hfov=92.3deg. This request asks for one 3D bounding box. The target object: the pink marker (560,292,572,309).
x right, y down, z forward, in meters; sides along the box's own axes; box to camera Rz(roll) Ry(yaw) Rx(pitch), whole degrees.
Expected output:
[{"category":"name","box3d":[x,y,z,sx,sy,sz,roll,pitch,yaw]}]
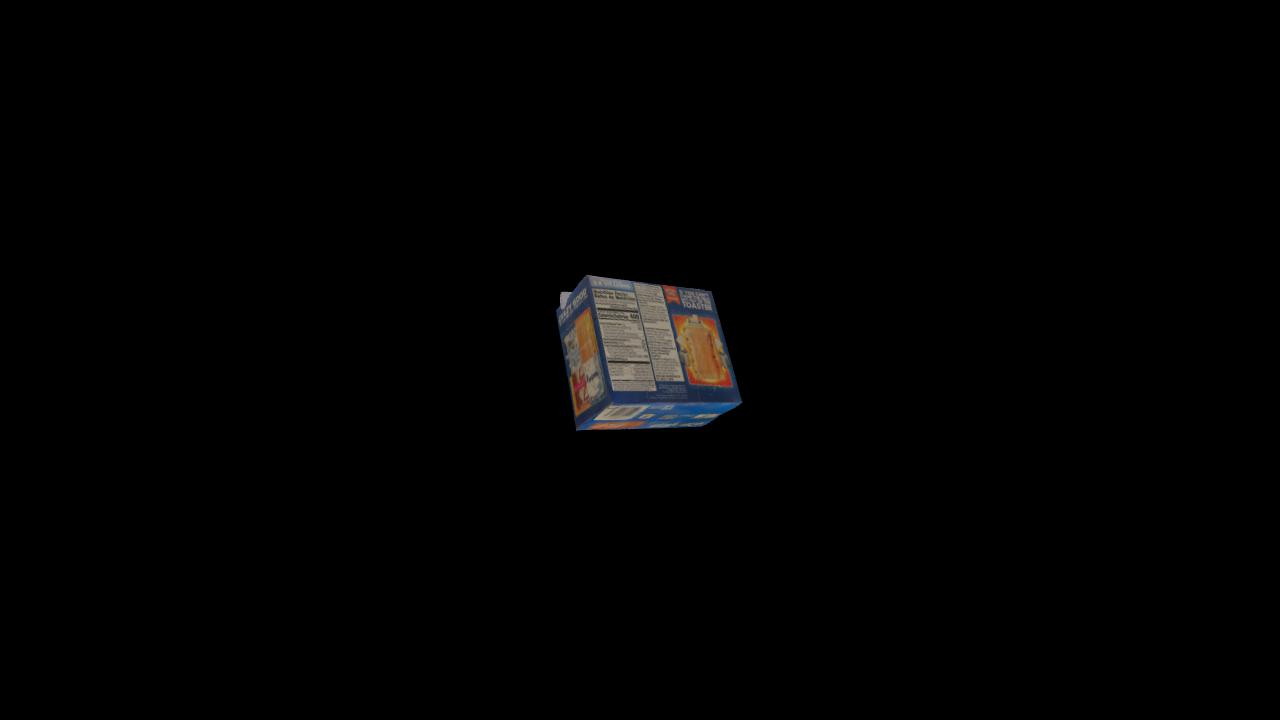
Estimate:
[{"category":"pink marker","box3d":[-0.025,-0.064,0.667,0.121,0.020,0.020,-2,0,-14]}]

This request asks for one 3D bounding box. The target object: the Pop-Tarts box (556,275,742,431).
[{"category":"Pop-Tarts box","box3d":[0.008,-0.003,0.663,0.167,0.141,0.083,2,-25,-35]}]
